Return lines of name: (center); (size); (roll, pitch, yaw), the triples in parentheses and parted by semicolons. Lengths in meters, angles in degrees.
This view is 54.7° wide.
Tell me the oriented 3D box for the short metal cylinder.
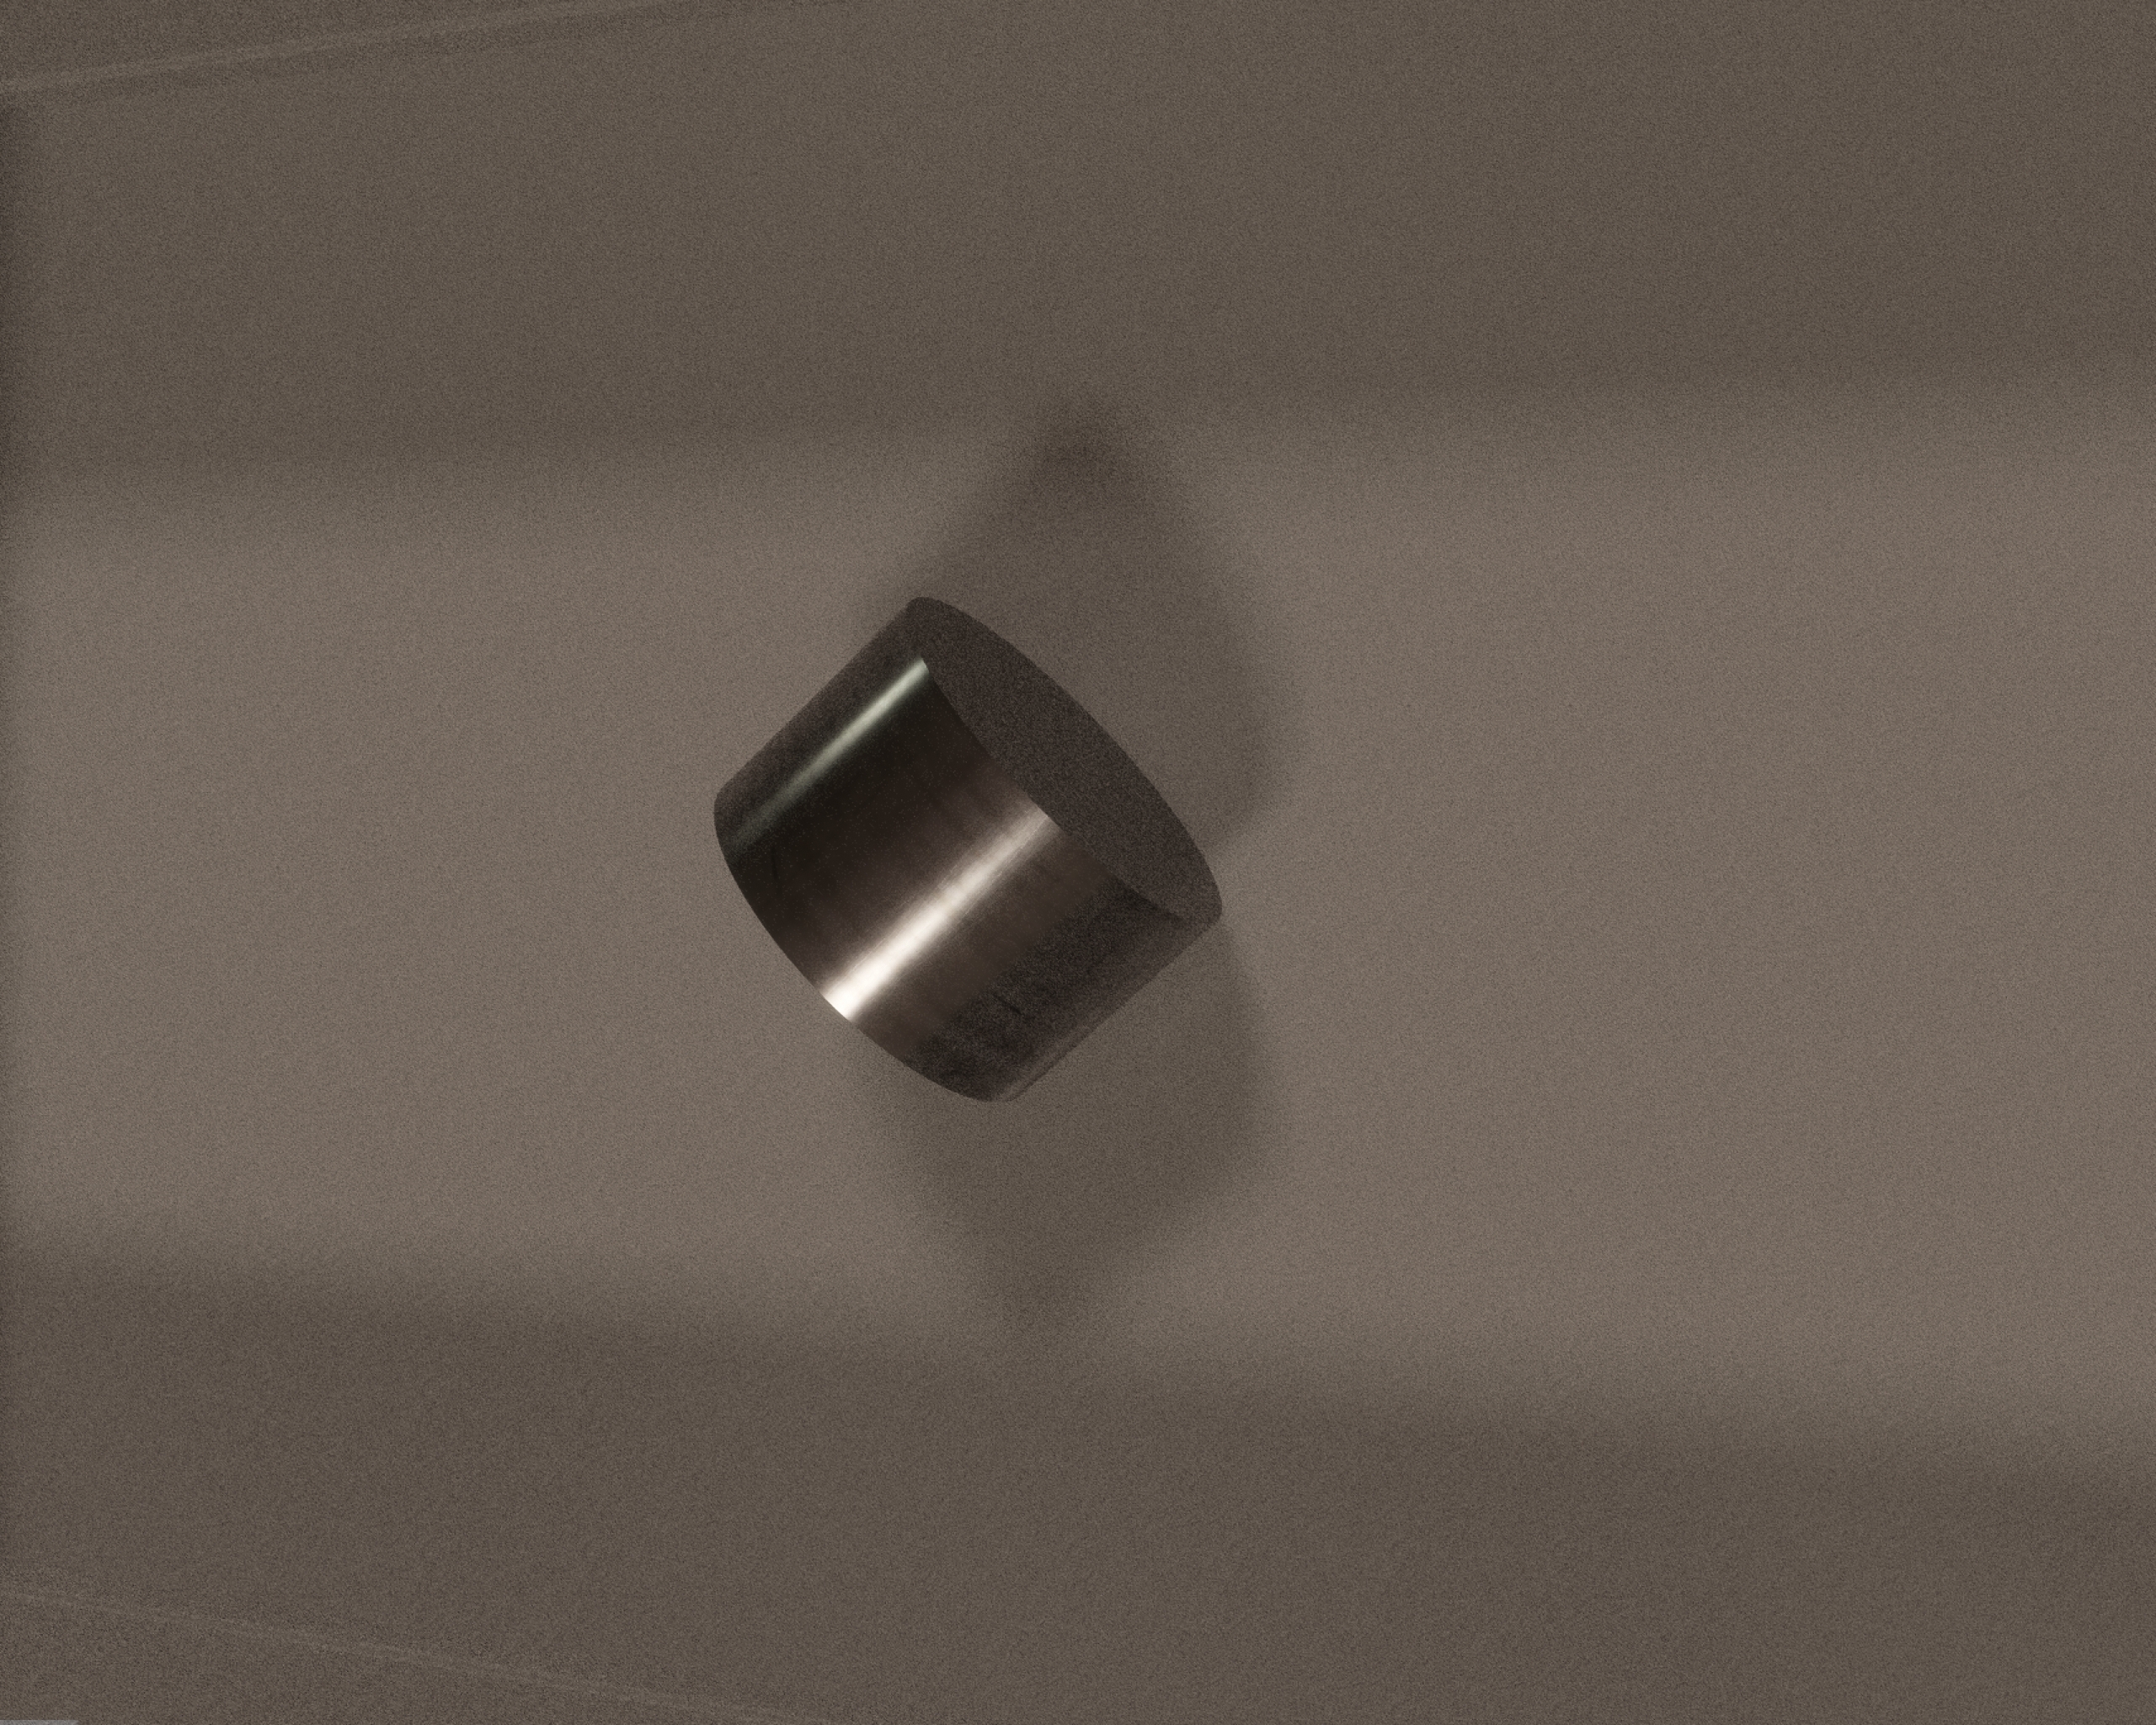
short metal cylinder: (-0.019, -0.003, 0.385); (0.050, 0.080, 0.080); (-43, 77, 15)
